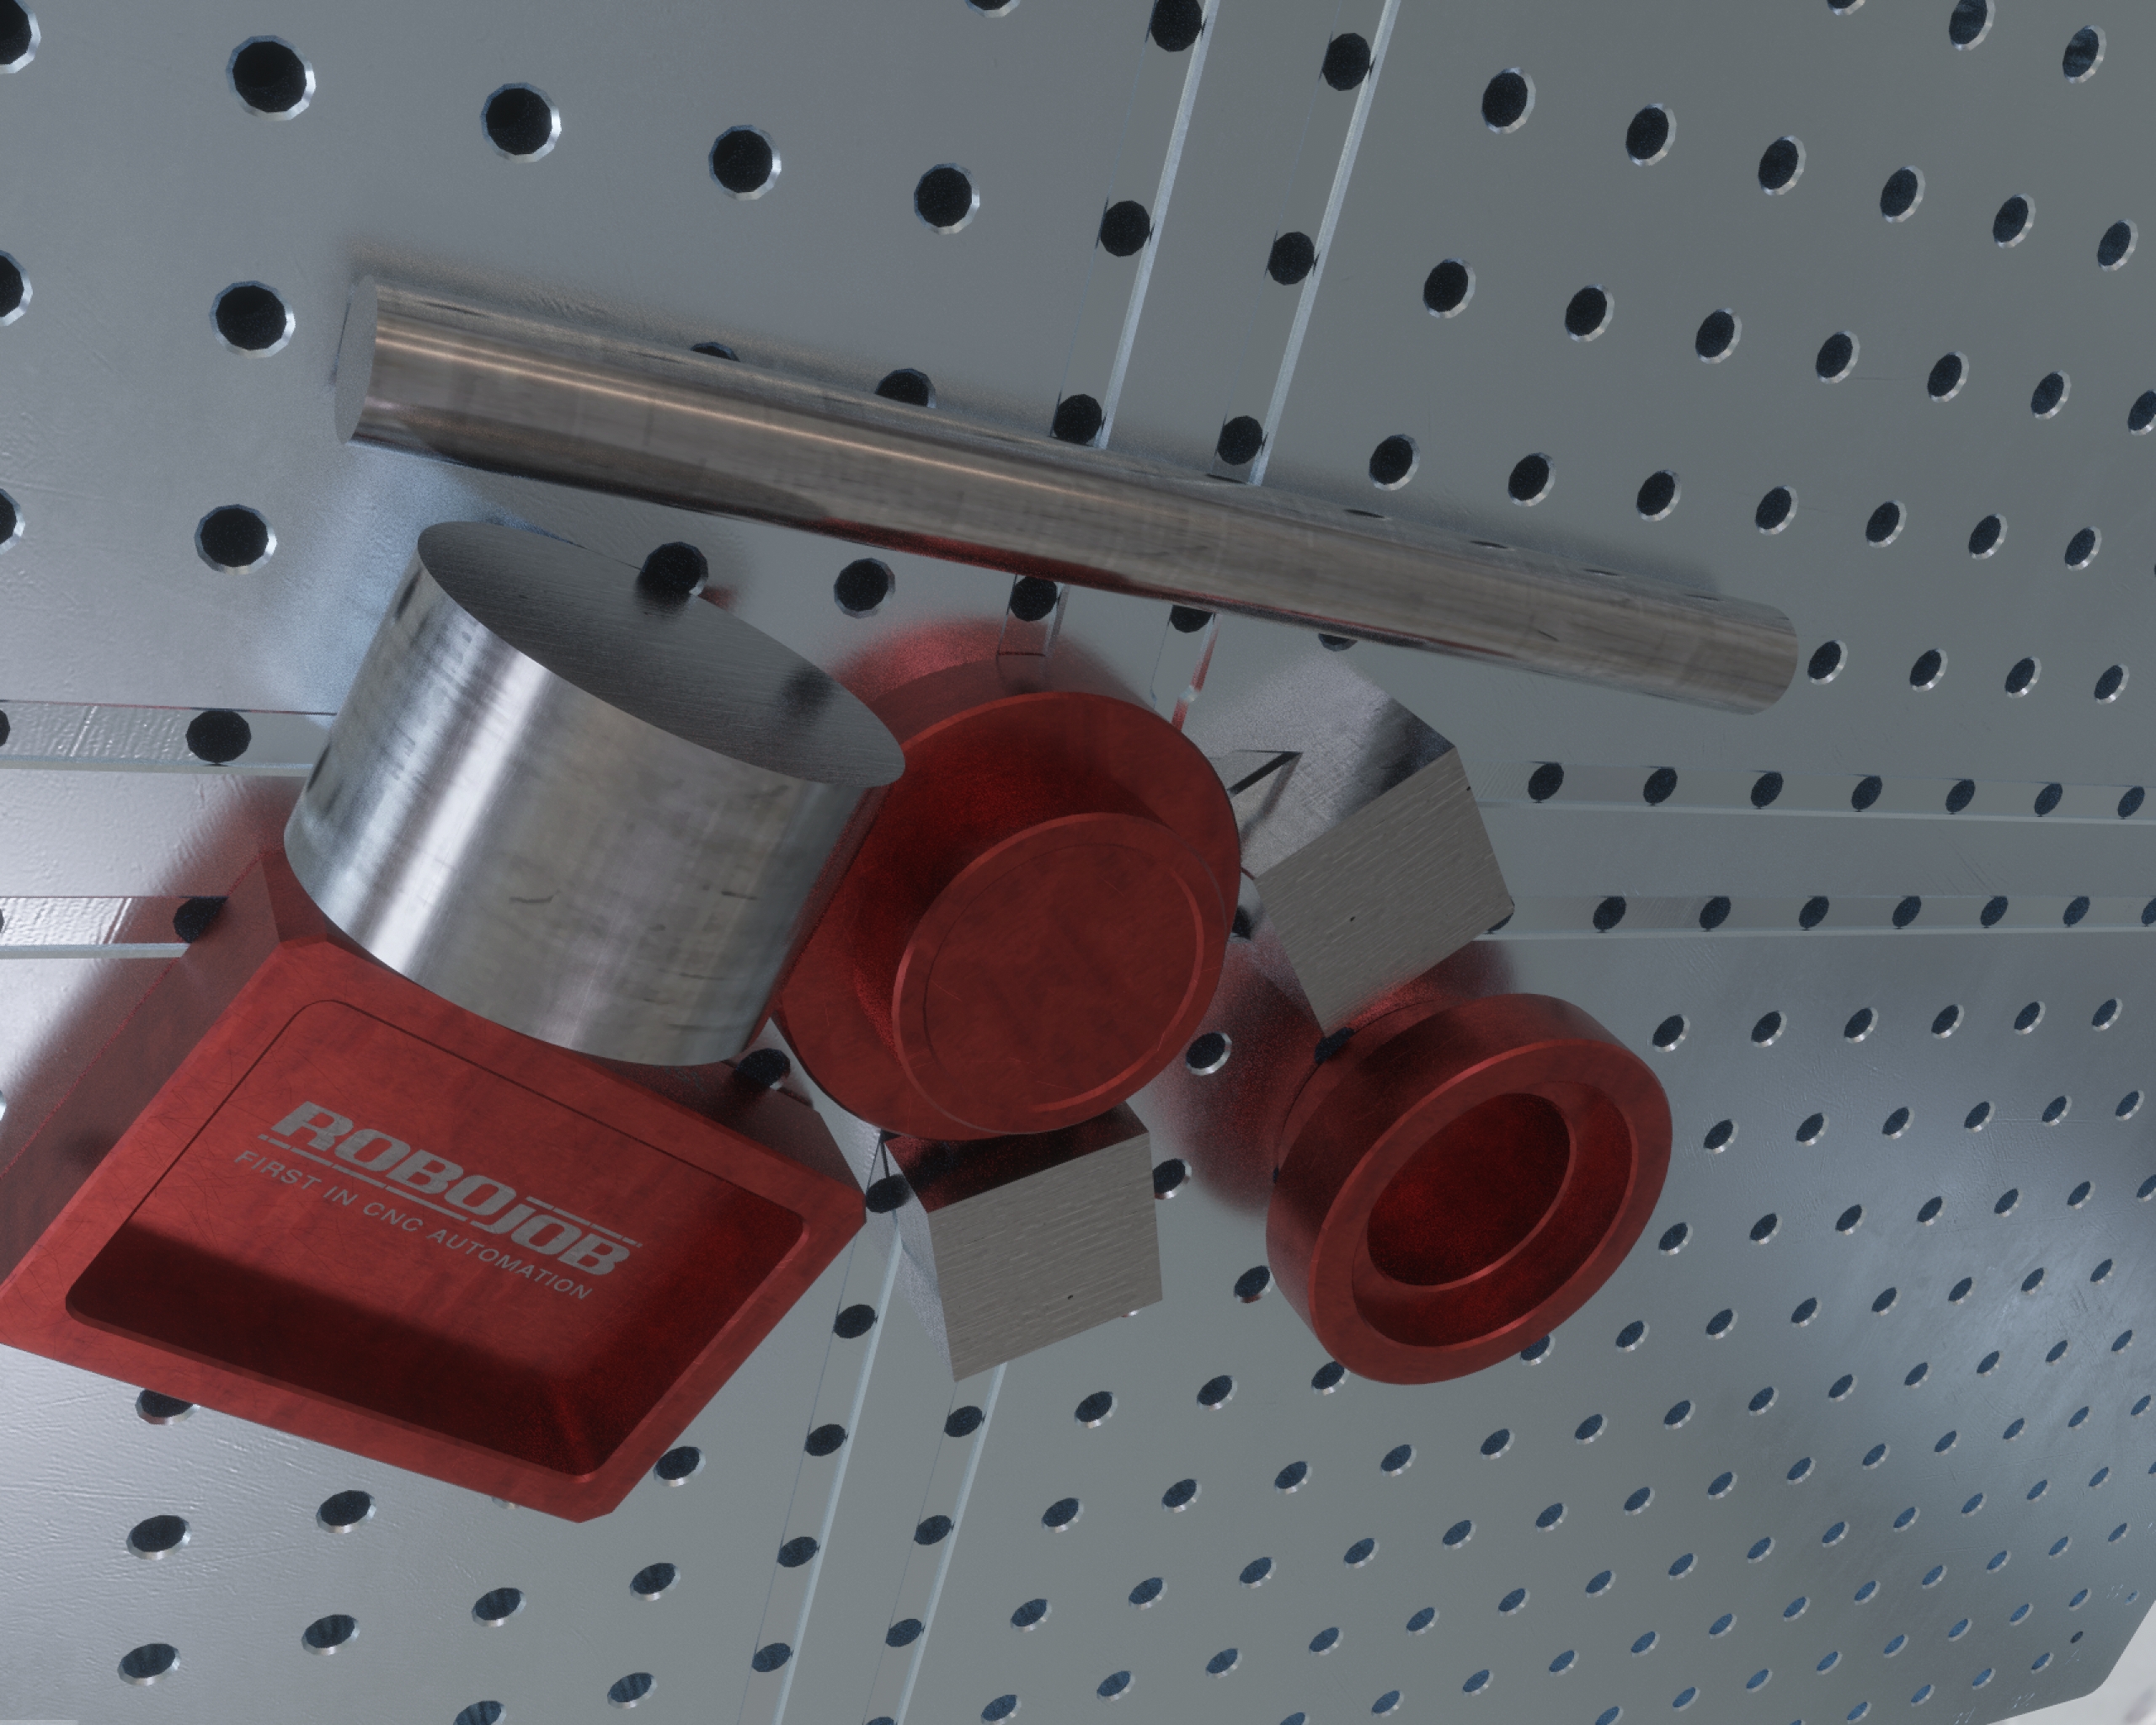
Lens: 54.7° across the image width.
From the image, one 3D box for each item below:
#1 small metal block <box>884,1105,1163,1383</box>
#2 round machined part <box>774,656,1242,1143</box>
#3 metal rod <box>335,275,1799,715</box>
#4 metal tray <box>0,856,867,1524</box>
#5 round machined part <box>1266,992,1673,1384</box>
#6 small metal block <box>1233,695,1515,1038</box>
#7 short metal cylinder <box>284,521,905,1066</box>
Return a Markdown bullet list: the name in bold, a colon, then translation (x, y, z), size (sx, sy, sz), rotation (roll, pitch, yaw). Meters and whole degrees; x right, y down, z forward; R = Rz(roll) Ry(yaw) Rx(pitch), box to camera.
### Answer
- **small metal block**: translation (-0.011, 0.078, 0.454), size (0.050, 0.025, 0.050), rotation (-18, 126, -18)
- **round machined part**: translation (-0.011, 0.013, 0.401), size (0.099, 0.042, 0.097), rotation (-13, 121, -22)
- **metal rod**: translation (0.022, -0.060, 0.385), size (0.302, 0.025, 0.025), rotation (6, 115, -31)
- **metal tray**: translation (-0.115, 0.065, 0.384), size (0.090, 0.030, 0.130), rotation (-49, 129, 7)
- **round machined part**: translation (0.087, 0.071, 0.492), size (0.099, 0.042, 0.097), rotation (-14, 124, -21)
- **small metal block**: translation (0.060, 0.001, 0.445), size (0.050, 0.025, 0.050), rotation (-33, 129, -7)
- **short metal cylinder**: translation (-0.075, -0.012, 0.327), size (0.080, 0.080, 0.050), rotation (19, 108, -36)
